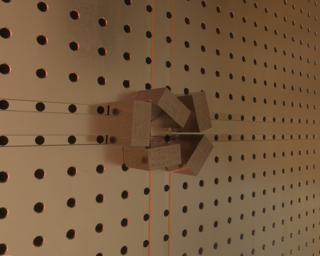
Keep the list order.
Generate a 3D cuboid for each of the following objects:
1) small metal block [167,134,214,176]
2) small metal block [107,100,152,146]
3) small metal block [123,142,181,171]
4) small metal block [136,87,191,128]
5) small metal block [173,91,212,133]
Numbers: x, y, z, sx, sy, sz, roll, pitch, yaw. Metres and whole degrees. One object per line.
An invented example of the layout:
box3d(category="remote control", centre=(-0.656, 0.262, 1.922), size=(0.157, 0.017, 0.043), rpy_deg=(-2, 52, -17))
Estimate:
box3d(category="small metal block", centre=(0.037, 0.035, 0.422), size=(0.025, 0.050, 0.050), rpy_deg=(50, 61, -28))
box3d(category="small metal block", centre=(-0.036, -0.005, 0.361), size=(0.025, 0.050, 0.050), rpy_deg=(5, 88, -40))
box3d(category="small metal block", centre=(-0.010, 0.034, 0.383), size=(0.050, 0.050, 0.025), rpy_deg=(-7, 94, -40))
box3d(category="small metal block", centre=(0.002, -0.024, 0.393), size=(0.050, 0.050, 0.025), rpy_deg=(41, 66, -33))
box3d(category="small metal block", centre=(0.040, -0.021, 0.424), size=(0.025, 0.050, 0.050), rpy_deg=(-21, 103, -38))
